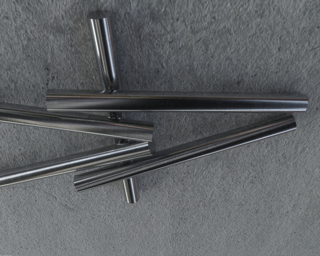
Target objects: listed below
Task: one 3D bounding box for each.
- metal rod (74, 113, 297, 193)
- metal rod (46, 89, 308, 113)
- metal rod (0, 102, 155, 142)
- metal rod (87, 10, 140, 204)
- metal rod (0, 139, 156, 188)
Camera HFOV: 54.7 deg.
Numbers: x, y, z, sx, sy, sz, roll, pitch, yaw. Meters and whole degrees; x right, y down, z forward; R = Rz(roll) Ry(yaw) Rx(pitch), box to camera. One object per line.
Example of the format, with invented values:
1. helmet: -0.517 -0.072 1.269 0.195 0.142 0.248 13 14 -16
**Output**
1. metal rod: 0.030 0.035 0.418 0.301 0.025 0.025 -17 129 5
2. metal rod: 0.027 -0.030 0.362 0.302 0.025 0.025 0 131 -9
3. metal rod: -0.158 -0.015 0.375 0.302 0.025 0.025 8 130 0
4. metal rod: -0.053 -0.001 0.407 0.025 0.025 0.298 -3 130 2
5. metal rod: -0.150 0.056 0.436 0.301 0.025 0.025 -13 129 18
